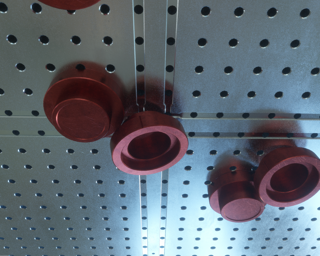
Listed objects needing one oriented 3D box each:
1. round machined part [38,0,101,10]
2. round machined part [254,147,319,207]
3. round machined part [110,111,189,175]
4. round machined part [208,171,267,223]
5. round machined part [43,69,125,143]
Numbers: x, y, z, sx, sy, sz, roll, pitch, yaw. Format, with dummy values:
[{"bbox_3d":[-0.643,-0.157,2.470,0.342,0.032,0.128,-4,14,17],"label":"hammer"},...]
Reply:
[{"bbox_3d":[-0.081,-0.157,0.265,0.099,0.042,0.097,-1,130,0],"label":"round machined part"},{"bbox_3d":[0.185,0.066,0.454,0.099,0.042,0.097,-3,123,-5],"label":"round machined part"},{"bbox_3d":[-0.016,0.016,0.404,0.099,0.042,0.097,-10,138,-9],"label":"round machined part"},{"bbox_3d":[0.130,0.117,0.502,0.099,0.042,0.097,-1,131,0],"label":"round machined part"},{"bbox_3d":[-0.094,-0.020,0.382,0.099,0.042,0.097,-1,130,-1],"label":"round machined part"}]
